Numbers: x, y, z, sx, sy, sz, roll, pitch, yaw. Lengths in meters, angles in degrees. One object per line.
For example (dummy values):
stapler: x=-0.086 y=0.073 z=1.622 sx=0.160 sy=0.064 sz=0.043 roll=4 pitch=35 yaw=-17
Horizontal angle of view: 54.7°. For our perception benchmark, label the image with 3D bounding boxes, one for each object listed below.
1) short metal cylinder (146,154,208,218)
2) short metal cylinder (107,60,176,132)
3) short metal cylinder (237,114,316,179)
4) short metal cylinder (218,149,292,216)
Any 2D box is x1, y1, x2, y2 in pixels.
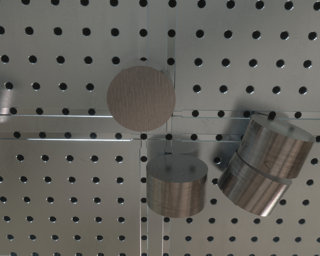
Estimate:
short metal cylinder: x=0.022 y=0.074 z=0.412 sx=0.081 sy=0.080 sz=0.050 roll=0 pitch=110 yaw=0
short metal cylinder: x=-0.022 y=-0.041 z=0.384 sx=0.081 sy=0.050 sz=0.079 roll=0 pitch=110 yaw=0
short metal cylinder: x=0.146 y=0.021 z=0.393 sx=0.080 sy=0.080 sz=0.050 roll=15 pitch=110 yaw=-6
short metal cylinder: x=0.124 y=0.070 z=0.411 sx=0.080 sy=0.080 sz=0.050 roll=23 pitch=109 yaw=-8
